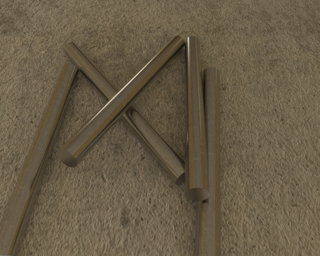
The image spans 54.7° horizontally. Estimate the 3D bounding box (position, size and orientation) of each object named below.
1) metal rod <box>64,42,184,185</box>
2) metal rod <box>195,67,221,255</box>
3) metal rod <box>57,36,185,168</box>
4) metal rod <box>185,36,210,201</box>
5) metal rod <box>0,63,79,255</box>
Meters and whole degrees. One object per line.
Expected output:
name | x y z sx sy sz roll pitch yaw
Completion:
metal rod | -0.060 -0.037 0.433 0.025 0.025 0.300 -29 56 -22
metal rod | 0.061 0.030 0.378 0.025 0.025 0.300 6 50 4
metal rod | -0.032 -0.057 0.422 0.025 0.025 0.301 20 44 16
metal rod | 0.046 -0.039 0.420 0.025 0.025 0.300 3 45 2
metal rod | -0.145 0.025 0.380 0.025 0.025 0.300 2 50 2
